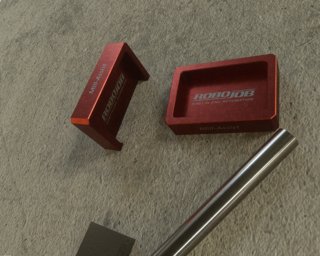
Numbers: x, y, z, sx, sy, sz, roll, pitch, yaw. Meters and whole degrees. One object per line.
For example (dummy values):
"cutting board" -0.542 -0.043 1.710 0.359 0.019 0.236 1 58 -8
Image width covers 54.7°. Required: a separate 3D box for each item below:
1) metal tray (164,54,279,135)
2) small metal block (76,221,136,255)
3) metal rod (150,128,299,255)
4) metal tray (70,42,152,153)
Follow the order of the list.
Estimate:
"metal tray" 0.077 -0.039 0.383 0.130 0.030 0.090 -3 60 26
"small metal block" -0.063 0.140 0.350 0.050 0.025 0.050 10 66 32
"metal rod" 0.027 0.113 0.319 0.300 0.025 0.025 -44 51 -3
"metal tray" -0.061 -0.042 0.433 0.030 0.090 0.130 5 63 30
